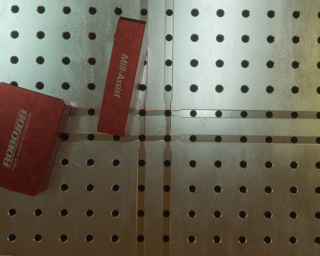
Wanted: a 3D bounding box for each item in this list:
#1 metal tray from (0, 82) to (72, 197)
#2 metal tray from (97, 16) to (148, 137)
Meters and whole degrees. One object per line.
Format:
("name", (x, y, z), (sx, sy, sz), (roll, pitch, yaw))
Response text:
("metal tray", (-0.182, 0.014, 0.409), (0.090, 0.030, 0.129), (17, 90, -1))
("metal tray", (-0.042, -0.057, 0.380), (0.030, 0.090, 0.129), (11, 90, 0))
